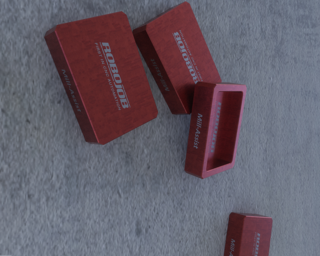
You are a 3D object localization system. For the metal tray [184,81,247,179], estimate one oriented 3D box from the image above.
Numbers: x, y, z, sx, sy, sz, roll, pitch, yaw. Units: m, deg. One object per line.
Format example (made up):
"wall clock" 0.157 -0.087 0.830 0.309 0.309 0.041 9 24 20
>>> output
"metal tray" 0.081 0.000 0.445 0.091 0.030 0.129 -8 108 -48

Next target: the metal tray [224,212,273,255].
"metal tray" 0.150 0.215 0.531 0.091 0.030 0.129 17 79 -39

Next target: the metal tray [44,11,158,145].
"metal tray" -0.061 -0.057 0.352 0.091 0.030 0.129 -29 109 -36

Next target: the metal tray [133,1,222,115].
"metal tray" 0.029 -0.094 0.427 0.090 0.030 0.130 -42 116 -32
